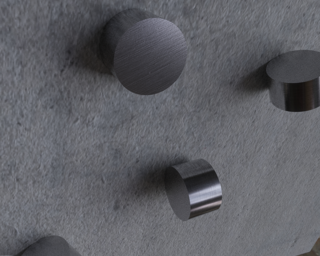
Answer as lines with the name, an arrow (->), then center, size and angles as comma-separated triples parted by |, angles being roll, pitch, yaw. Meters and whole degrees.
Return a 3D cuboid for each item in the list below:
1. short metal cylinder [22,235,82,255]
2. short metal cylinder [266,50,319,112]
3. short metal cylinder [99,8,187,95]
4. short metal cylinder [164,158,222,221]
short metal cylinder -> -0.145, 0.193, 0.413 | 0.080, 0.080, 0.050 | -31, 129, -9
short metal cylinder -> 0.195, -0.068, 0.439 | 0.080, 0.080, 0.050 | -30, 129, -9
short metal cylinder -> -0.018, -0.082, 0.331 | 0.081, 0.050, 0.079 | -14, 125, -21
short metal cylinder -> 0.046, 0.089, 0.454 | 0.050, 0.080, 0.079 | -12, 124, -22
